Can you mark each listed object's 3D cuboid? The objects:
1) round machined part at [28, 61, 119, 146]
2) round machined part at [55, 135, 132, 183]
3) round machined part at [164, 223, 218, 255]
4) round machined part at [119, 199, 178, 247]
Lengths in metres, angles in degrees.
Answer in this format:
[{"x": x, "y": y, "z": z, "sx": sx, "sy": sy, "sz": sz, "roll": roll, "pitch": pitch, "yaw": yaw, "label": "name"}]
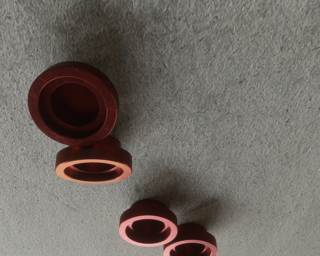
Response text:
[{"x": -0.096, "y": -0.031, "z": 0.360, "sx": 0.099, "sy": 0.042, "sz": 0.097, "roll": 0, "pitch": 118, "yaw": 1, "label": "round machined part"}, {"x": -0.087, "y": 0.040, "z": 0.414, "sx": 0.099, "sy": 0.042, "sz": 0.098, "roll": -3, "pitch": 153, "yaw": -1, "label": "round machined part"}, {"x": 0.056, "y": 0.215, "z": 0.580, "sx": 0.099, "sy": 0.042, "sz": 0.097, "roll": 0, "pitch": 130, "yaw": 0, "label": "round machined part"}, {"x": -0.020, "y": 0.159, "z": 0.531, "sx": 0.099, "sy": 0.042, "sz": 0.097, "roll": 0, "pitch": 130, "yaw": 0, "label": "round machined part"}]
